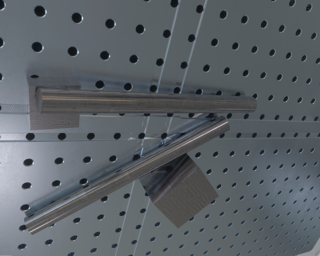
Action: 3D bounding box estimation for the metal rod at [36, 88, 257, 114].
[{"bbox_3d":[0.010,-0.030,0.379,0.303,0.025,0.025,-2,120,-34],"label":"metal rod"}]

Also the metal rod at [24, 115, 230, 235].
[{"bbox_3d":[-0.036,0.059,0.428,0.302,0.025,0.025,-27,128,-12],"label":"metal rod"}]

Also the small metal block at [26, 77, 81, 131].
[{"bbox_3d":[-0.114,-0.027,0.332,0.050,0.025,0.050,-4,121,-26],"label":"small metal block"}]

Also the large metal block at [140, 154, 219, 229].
[{"bbox_3d":[0.031,0.093,0.469,0.080,0.050,0.080,-38,129,-3],"label":"large metal block"}]
